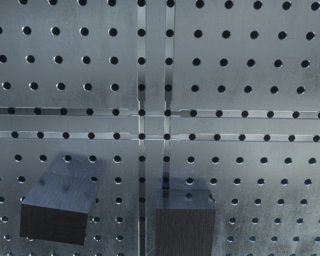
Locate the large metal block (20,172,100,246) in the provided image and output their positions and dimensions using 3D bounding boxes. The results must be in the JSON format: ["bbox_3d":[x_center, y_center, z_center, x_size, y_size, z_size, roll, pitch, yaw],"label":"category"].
[{"bbox_3d":[-0.133,0.107,0.422,0.081,0.080,0.050,10,110,-4],"label":"large metal block"}]

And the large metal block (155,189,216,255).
[{"bbox_3d":[0.034,0.137,0.451,0.081,0.050,0.079,1,110,-1],"label":"large metal block"}]
